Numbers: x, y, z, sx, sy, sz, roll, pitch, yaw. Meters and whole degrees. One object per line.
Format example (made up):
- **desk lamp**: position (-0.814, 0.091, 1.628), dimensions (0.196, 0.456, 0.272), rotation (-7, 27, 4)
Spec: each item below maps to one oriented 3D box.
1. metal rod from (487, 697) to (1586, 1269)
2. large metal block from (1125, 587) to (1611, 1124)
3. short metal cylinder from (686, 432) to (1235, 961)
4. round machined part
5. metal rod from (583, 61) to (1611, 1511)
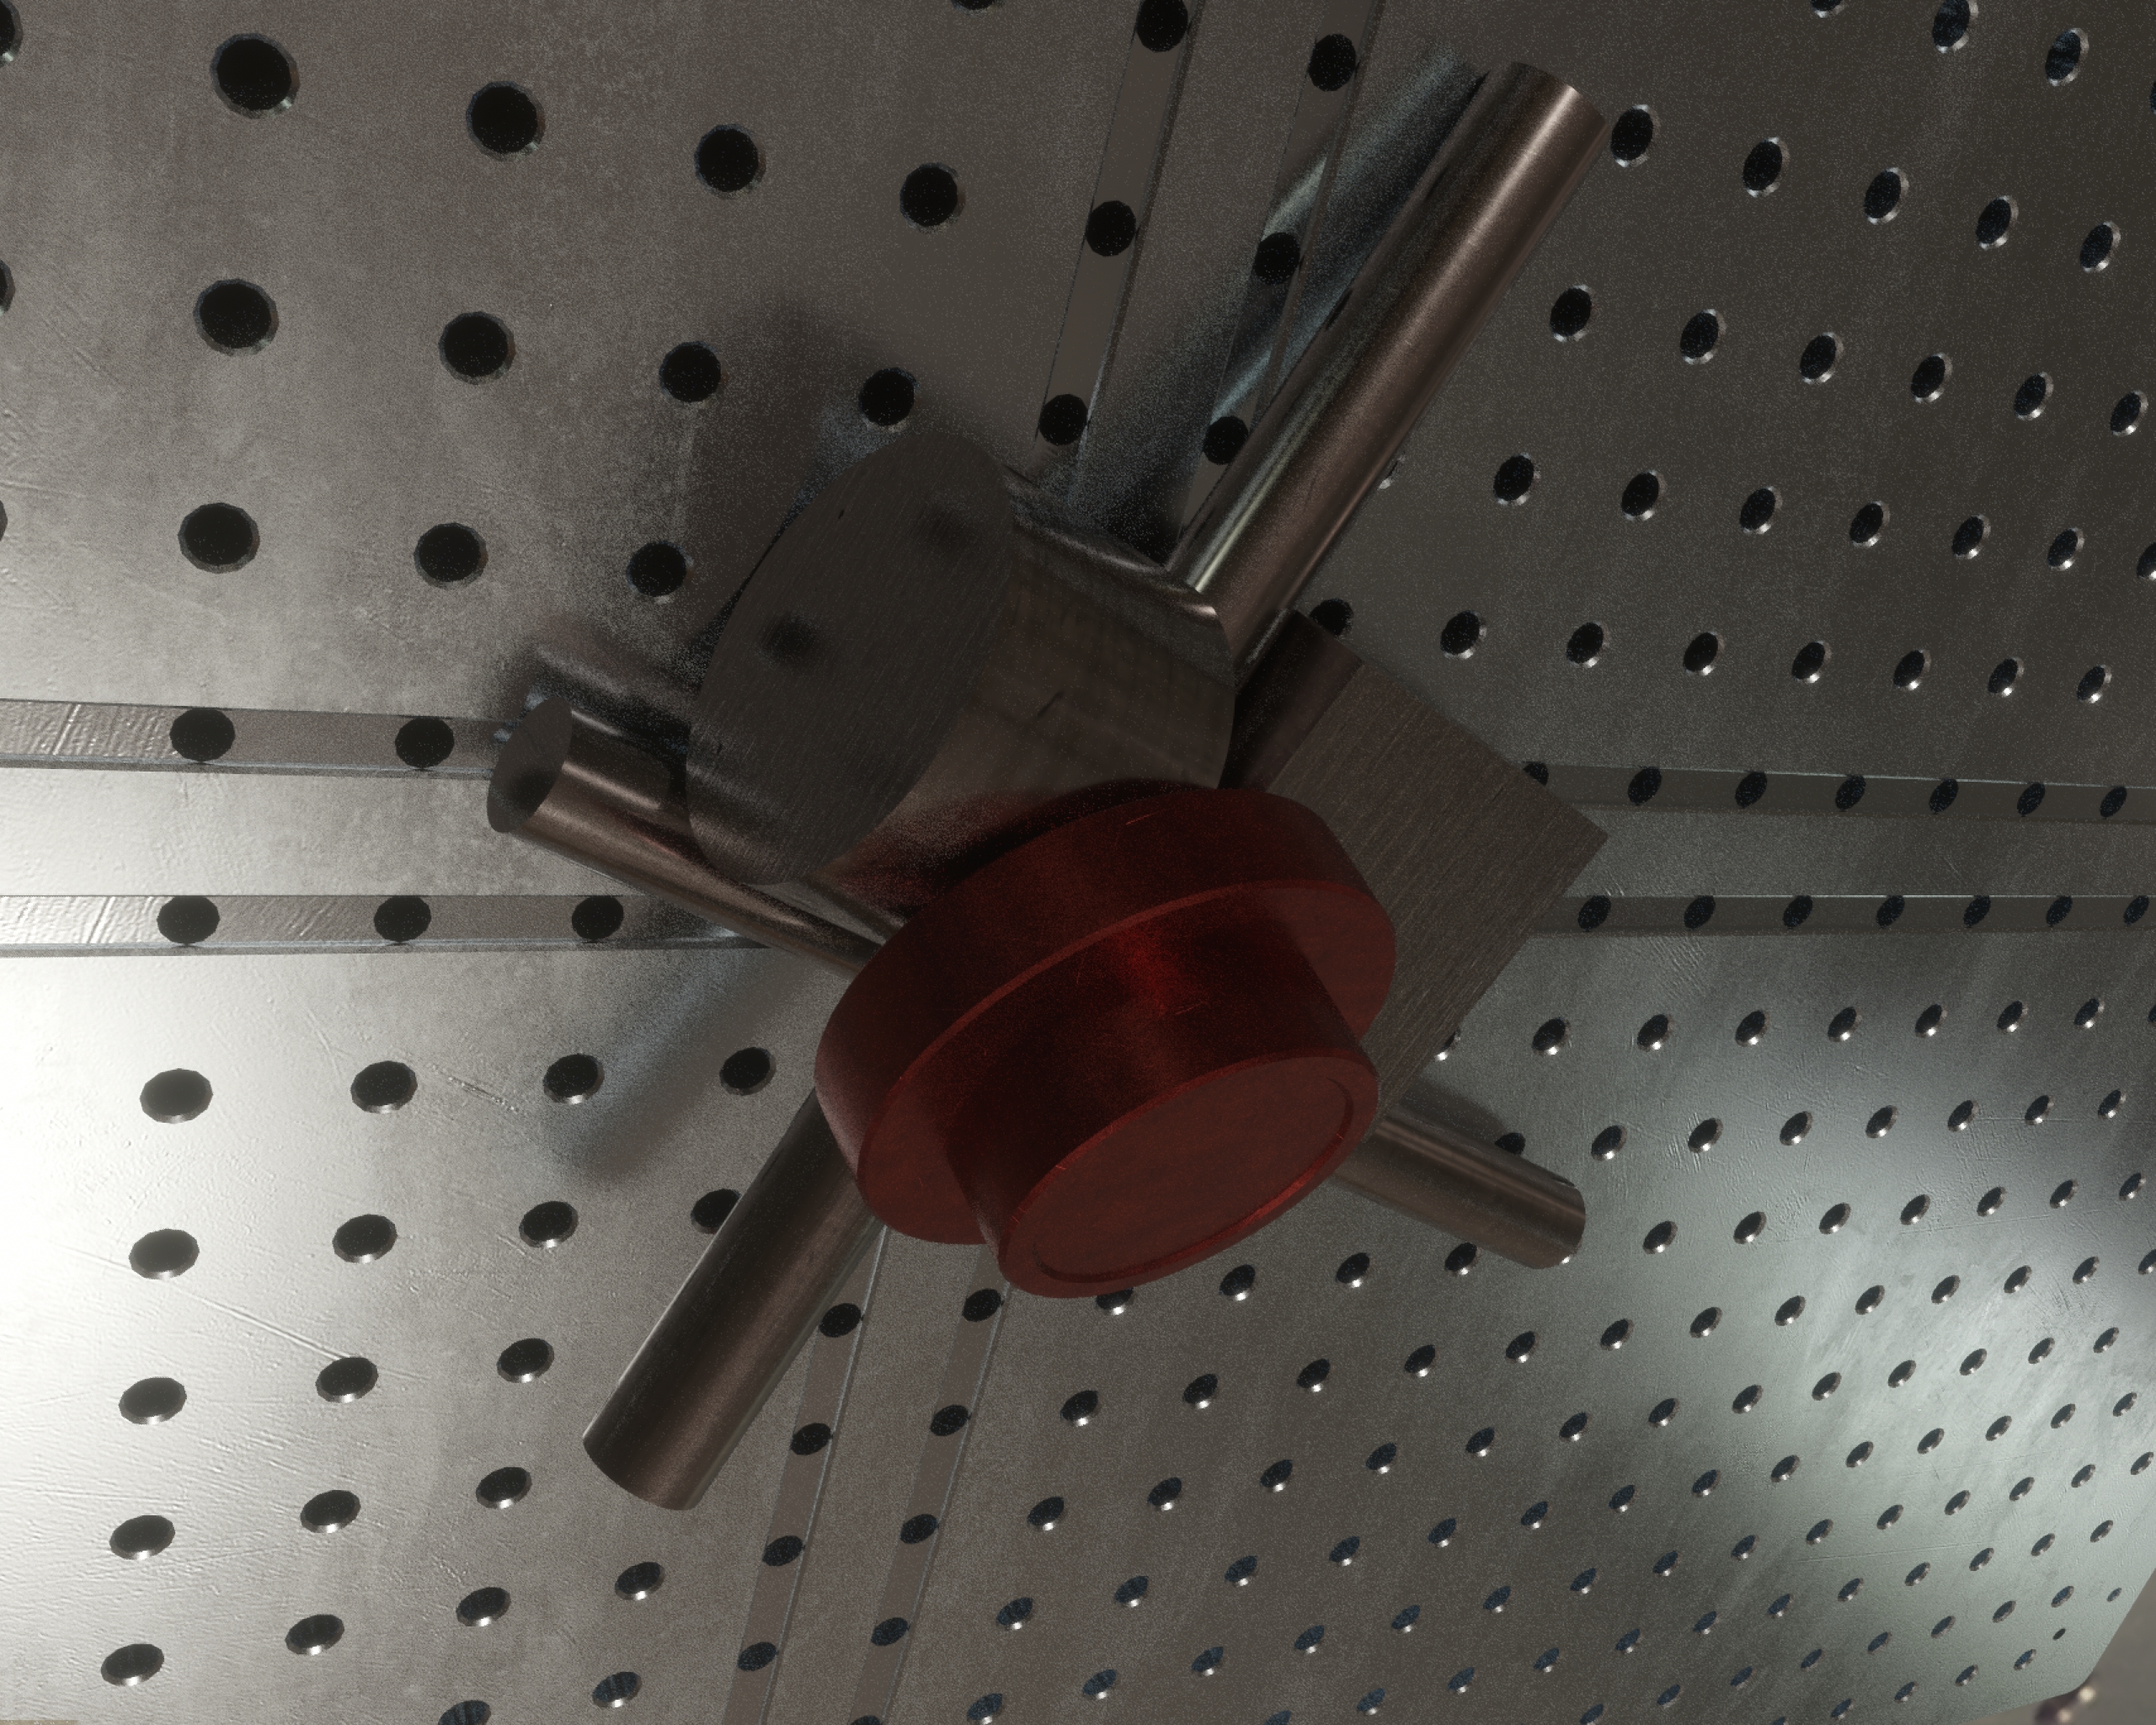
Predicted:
- **metal rod**: position (0.014, 0.038, 0.443), dimensions (0.301, 0.025, 0.025), rotation (27, 103, -38)
- **large metal block**: position (0.044, -0.001, 0.416), dimensions (0.080, 0.050, 0.080), rotation (29, 102, -38)
- **short metal cylinder**: position (-0.021, -0.024, 0.350), dimensions (0.050, 0.080, 0.080), rotation (28, 103, -38)
- **round machined part**: position (0.010, 0.036, 0.345), dimensions (0.099, 0.042, 0.098), rotation (-21, 148, -14)
- **metal rod**: position (0.002, -0.012, 0.381), dimensions (0.025, 0.025, 0.299), rotation (32, 93, -39)
